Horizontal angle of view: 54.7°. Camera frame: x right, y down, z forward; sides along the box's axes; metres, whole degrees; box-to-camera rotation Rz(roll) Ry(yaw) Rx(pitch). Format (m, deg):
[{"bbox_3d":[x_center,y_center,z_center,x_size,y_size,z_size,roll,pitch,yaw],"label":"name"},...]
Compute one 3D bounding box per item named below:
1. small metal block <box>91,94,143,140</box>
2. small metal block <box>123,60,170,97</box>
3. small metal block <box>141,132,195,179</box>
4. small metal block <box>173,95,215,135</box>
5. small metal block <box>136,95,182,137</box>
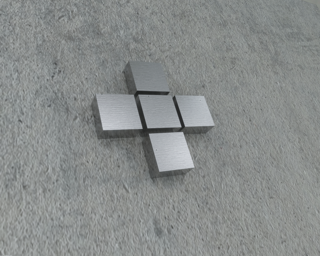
[{"bbox_3d":[-0.055,-0.014,0.386,0.050,0.025,0.050,-2,63,-30],"label":"small metal block"},{"bbox_3d":[-0.020,-0.066,0.436,0.050,0.025,0.050,-2,63,-30],"label":"small metal block"},{"bbox_3d":[0.009,0.034,0.391,0.050,0.025,0.050,-2,63,-30],"label":"small metal block"},{"bbox_3d":[0.044,-0.019,0.442,0.050,0.025,0.050,-2,63,-30],"label":"small metal block"},{"bbox_3d":[-0.005,-0.016,0.414,0.050,0.025,0.050,-2,63,-30],"label":"small metal block"}]
